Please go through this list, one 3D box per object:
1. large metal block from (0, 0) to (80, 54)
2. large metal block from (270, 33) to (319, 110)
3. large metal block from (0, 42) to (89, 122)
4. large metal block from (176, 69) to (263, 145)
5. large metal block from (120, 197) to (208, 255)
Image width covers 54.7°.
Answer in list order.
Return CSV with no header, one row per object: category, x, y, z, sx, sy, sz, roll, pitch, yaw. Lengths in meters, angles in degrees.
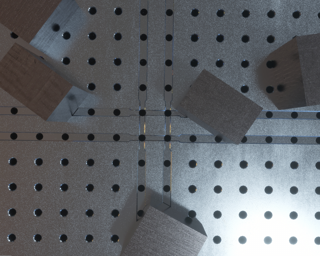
large metal block,-0.167,-0.157,0.399,0.080,0.050,0.080,37,90,-1
large metal block,0.184,-0.068,0.388,0.050,0.080,0.080,-9,90,0
large metal block,-0.144,-0.052,0.384,0.080,0.080,0.050,37,90,-1
large metal block,0.068,-0.024,0.387,0.080,0.080,0.050,34,90,-1
large metal block,0.003,0.148,0.401,0.080,0.050,0.080,29,90,-1
